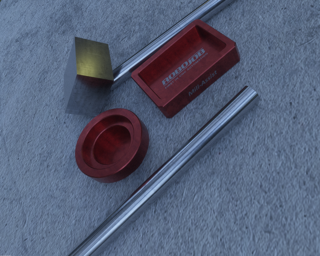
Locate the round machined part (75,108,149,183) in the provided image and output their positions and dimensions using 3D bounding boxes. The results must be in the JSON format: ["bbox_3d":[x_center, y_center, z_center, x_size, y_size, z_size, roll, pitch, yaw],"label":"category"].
[{"bbox_3d":[-0.058,0.026,0.406,0.098,0.042,0.098,-13,56,20],"label":"round machined part"}]

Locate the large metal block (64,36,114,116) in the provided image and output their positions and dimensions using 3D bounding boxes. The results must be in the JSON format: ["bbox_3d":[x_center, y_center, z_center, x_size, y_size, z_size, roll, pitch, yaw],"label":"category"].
[{"bbox_3d":[-0.110,-0.075,0.464,0.080,0.050,0.080,-56,37,43],"label":"large metal block"}]

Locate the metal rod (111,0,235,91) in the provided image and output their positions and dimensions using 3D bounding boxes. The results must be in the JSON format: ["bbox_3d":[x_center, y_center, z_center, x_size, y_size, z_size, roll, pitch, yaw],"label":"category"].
[{"bbox_3d":[0.038,-0.156,0.478,0.300,0.025,0.025,-36,51,4],"label":"metal rod"}]

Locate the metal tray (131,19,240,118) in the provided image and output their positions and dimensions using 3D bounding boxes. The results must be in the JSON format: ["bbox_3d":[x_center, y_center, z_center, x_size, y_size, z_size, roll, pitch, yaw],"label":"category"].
[{"bbox_3d":[0.033,-0.086,0.434,0.130,0.030,0.090,-40,51,0],"label":"metal tray"}]

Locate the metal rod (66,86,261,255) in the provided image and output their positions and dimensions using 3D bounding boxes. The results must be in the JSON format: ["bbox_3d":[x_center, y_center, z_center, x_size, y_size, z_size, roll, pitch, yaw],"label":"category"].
[{"bbox_3d":[0.001,0.061,0.364,0.300,0.025,0.025,-43,51,-2],"label":"metal rod"}]
